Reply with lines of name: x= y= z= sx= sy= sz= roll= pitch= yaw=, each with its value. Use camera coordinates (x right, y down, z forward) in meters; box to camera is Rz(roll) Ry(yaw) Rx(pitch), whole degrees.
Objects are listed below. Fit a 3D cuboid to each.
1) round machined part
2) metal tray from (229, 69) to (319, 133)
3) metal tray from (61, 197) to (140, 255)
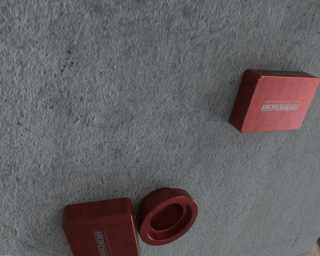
round machined part: x=0.007 y=0.132 z=0.483 sx=0.099 sy=0.042 sz=0.097 roll=-14 pitch=125 yaw=-21
metal tray: x=0.177 y=-0.041 z=0.478 sx=0.131 sy=0.030 sz=0.089 roll=-3 pitch=120 yaw=-27
metal tray: x=-0.078 y=0.160 z=0.443 sx=0.091 sy=0.030 sz=0.129 roll=-7 pitch=124 yaw=-3
